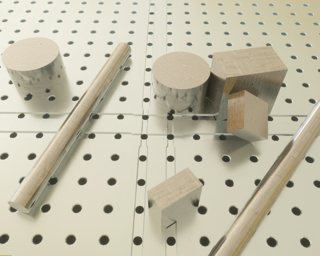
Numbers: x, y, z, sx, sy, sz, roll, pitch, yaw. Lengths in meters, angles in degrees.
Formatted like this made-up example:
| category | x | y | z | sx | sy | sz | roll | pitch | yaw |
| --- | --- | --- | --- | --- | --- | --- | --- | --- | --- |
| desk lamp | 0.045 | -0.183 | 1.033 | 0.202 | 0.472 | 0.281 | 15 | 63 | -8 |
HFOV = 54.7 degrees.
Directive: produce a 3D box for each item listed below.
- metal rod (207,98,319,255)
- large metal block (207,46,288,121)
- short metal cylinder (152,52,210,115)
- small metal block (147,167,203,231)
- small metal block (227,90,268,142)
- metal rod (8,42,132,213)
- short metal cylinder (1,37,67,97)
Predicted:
| category | x | y | z | sx | sy | sz | roll | pitch | yaw |
| --- | --- | --- | --- | --- | --- | --- | --- | --- | --- |
| metal rod | 0.142 | 0.052 | 0.364 | 0.025 | 0.025 | 0.301 | 33 | 57 | 24 |
| large metal block | 0.114 | -0.060 | 0.423 | 0.081 | 0.080 | 0.050 | -9 | 51 | -8 |
| short metal cylinder | 0.029 | -0.065 | 0.446 | 0.081 | 0.050 | 0.080 | 0 | 50 | 0 |
| small metal block | 0.015 | 0.076 | 0.328 | 0.050 | 0.050 | 0.025 | -27 | 55 | -21 |
| small metal block | 0.112 | -0.014 | 0.393 | 0.050 | 0.025 | 0.050 | 20 | 67 | -36 |
| metal rod | -0.106 | -0.023 | 0.426 | 0.025 | 0.025 | 0.300 | 14 | 51 | 11 |
| short metal cylinder | -0.187 | -0.093 | 0.468 | 0.080 | 0.050 | 0.080 | 0 | 50 | 0 |
